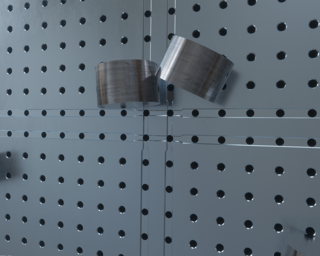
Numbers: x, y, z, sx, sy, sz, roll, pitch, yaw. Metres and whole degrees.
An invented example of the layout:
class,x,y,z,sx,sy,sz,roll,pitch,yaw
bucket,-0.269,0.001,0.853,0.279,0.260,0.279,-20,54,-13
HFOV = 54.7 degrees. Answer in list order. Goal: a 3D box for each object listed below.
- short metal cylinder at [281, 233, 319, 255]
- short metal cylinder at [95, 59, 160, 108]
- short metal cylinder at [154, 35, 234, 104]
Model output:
class,x,y,z,sx,sy,sz,roll,pitch,yaw
short metal cylinder,0.168,0.152,0.324,0.080,0.080,0.050,12,94,19
short metal cylinder,-0.041,-0.054,0.398,0.080,0.080,0.050,-4,89,20
short metal cylinder,0.040,-0.069,0.369,0.080,0.080,0.050,28,100,17
